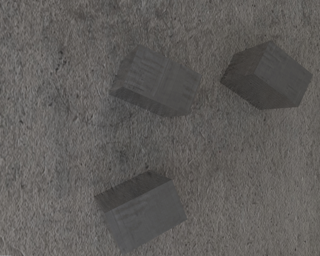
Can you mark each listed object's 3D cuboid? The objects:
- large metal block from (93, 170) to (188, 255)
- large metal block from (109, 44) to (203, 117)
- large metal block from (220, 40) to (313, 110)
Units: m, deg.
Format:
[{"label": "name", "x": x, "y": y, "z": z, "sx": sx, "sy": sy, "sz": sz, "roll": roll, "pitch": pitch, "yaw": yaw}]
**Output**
[{"label": "large metal block", "x": -0.026, "y": 0.095, "z": 0.370, "sx": 0.081, "sy": 0.080, "sz": 0.050, "roll": -24, "pitch": 98, "yaw": -18}, {"label": "large metal block", "x": -0.009, "y": -0.052, "z": 0.376, "sx": 0.080, "sy": 0.080, "sz": 0.050, "roll": 23, "pitch": 83, "yaw": -19}, {"label": "large metal block", "x": 0.146, "y": -0.069, "z": 0.433, "sx": 0.080, "sy": 0.080, "sz": 0.050, "roll": 31, "pitch": 80, "yaw": -18}]
